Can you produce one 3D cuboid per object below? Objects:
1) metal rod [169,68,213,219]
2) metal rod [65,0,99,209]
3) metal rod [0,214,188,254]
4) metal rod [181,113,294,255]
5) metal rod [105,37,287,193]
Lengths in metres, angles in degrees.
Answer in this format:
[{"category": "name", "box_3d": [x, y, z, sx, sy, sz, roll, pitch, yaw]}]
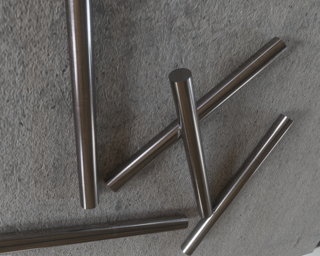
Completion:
[{"category": "metal rod", "box_3d": [0.051, 0.045, 0.437, 0.025, 0.025, 0.299, -27, 136, -11]}, {"category": "metal rod", "box_3d": [-0.084, -0.028, 0.343, 0.025, 0.025, 0.298, -10, 123, -23]}, {"category": "metal rod", "box_3d": [-0.089, 0.151, 0.451, 0.302, 0.025, 0.025, 4, 117, -30]}, {"category": "metal rod", "box_3d": [0.129, 0.105, 0.541, 0.025, 0.025, 0.299, 24, 105, -37]}, {"category": "metal rod", "box_3d": [0.049, -0.019, 0.421, 0.300, 0.025, 0.025, -40, 129, -1]}]
